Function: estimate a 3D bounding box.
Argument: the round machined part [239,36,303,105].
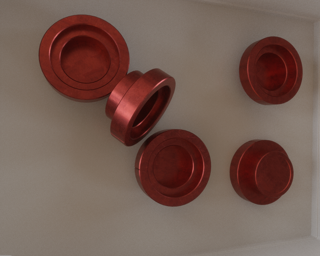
[{"bbox_3d":[0.159,-0.082,0.462,0.099,0.042,0.097,0,90,-21],"label":"round machined part"}]

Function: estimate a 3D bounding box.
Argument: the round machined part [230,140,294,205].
[{"bbox_3d":[0.158,0.066,0.462,0.099,0.042,0.097,0,90,-21],"label":"round machined part"}]

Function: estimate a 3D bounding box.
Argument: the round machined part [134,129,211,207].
[{"bbox_3d":[0.014,0.050,0.408,0.099,0.042,0.097,0,90,-21],"label":"round machined part"}]

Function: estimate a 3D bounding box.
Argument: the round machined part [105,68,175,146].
[{"bbox_3d":[-0.027,-0.029,0.370,0.042,0.098,0.098,35,77,14],"label":"round machined part"}]

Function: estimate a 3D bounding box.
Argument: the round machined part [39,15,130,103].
[{"bbox_3d":[-0.088,-0.078,0.365,0.099,0.042,0.097,1,85,-14],"label":"round machined part"}]
